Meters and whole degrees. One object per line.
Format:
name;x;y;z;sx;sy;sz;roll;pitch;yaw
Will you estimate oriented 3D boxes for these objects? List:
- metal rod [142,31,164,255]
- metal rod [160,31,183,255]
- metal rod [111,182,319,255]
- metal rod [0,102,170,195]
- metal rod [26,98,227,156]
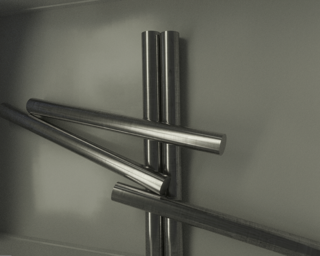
metal rod;-0.009;0.024;0.410;0.025;0.025;0.298;-1;90;19
metal rod;0.015;0.027;0.401;0.025;0.025;0.298;-1;90;19
metal rod;0.086;0.116;0.360;0.301;0.025;0.025;14;95;13
metal rod;-0.122;0.021;0.437;0.301;0.025;0.025;21;97;23
metal rod;-0.063;-0.008;0.409;0.301;0.025;0.025;11;94;26
